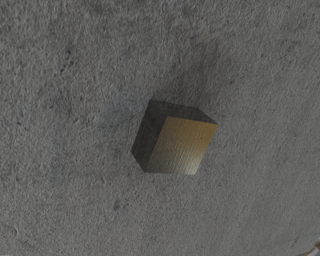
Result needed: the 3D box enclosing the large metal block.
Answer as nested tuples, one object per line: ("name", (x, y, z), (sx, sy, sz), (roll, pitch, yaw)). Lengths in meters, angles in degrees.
("large metal block", (0.018, 0.014, 0.412), (0.081, 0.050, 0.079), (8, 114, -32))
